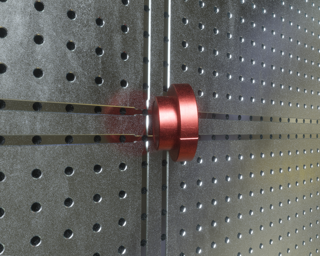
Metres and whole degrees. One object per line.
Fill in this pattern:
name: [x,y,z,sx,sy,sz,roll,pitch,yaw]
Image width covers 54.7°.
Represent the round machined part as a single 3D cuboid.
round machined part: [0.015,-0.006,0.387,0.042,0.098,0.097,-2,92,-9]
